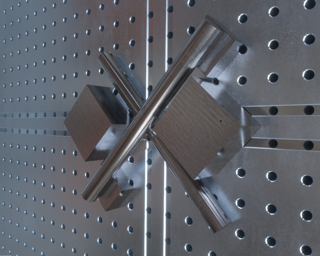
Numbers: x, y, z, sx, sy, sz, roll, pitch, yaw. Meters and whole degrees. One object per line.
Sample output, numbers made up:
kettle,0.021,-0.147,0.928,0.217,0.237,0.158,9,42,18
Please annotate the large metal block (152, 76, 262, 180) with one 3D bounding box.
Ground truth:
large metal block,0.051,0.000,0.351,0.080,0.050,0.080,51,120,28

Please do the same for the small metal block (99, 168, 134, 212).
small metal block,-0.073,0.089,0.470,0.050,0.025,0.050,52,120,27

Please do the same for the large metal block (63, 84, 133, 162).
large metal block,-0.092,-0.007,0.469,0.080,0.050,0.080,-51,61,28

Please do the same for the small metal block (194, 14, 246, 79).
small metal block,0.061,-0.093,0.360,0.050,0.025,0.050,-52,60,27

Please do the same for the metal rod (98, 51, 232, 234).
metal rod,-0.007,0.002,0.414,0.025,0.025,0.299,-50,61,28

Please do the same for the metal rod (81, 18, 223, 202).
metal rod,-0.024,-0.005,0.396,0.298,0.025,0.025,-52,60,27
